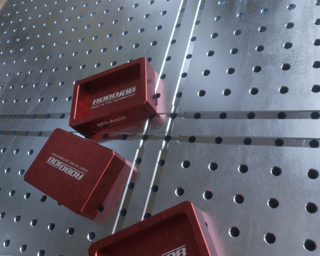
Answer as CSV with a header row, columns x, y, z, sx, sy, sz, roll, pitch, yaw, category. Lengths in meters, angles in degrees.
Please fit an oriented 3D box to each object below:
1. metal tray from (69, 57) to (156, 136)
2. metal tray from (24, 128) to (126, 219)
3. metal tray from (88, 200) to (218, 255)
x,y,z,sx,sy,sz,roll,pitch,yaw,category
-0.072,-0.048,0.473,0.130,0.030,0.090,-16,55,19,metal tray
-0.122,0.059,0.435,0.130,0.030,0.090,17,71,35,metal tray
-0.007,0.144,0.321,0.130,0.030,0.090,-27,52,11,metal tray
